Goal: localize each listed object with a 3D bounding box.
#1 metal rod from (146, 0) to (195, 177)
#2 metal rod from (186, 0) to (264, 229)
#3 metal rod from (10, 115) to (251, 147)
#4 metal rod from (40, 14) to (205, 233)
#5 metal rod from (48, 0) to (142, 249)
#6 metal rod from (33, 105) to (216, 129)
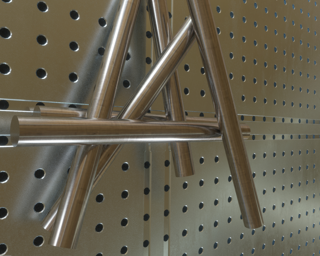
[{"bbox_3d":[0.008,-0.088,0.392,0.025,0.025,0.299,-9,89,-40],"label":"metal rod"},{"bbox_3d":[0.079,-0.019,0.373,0.025,0.025,0.299,-24,102,-37],"label":"metal rod"},{"bbox_3d":[0.002,0.004,0.339,0.302,0.025,0.025,1,90,-40],"label":"metal rod"},{"bbox_3d":[-0.028,-0.020,0.347,0.025,0.025,0.300,43,73,-32],"label":"metal rod"},{"bbox_3d":[-0.060,-0.032,0.328,0.025,0.025,0.299,27,64,-37],"label":"metal rod"},{"bbox_3d":[-0.006,-0.007,0.403,0.302,0.025,0.025,2,89,-40],"label":"metal rod"}]
